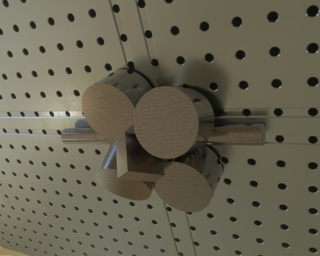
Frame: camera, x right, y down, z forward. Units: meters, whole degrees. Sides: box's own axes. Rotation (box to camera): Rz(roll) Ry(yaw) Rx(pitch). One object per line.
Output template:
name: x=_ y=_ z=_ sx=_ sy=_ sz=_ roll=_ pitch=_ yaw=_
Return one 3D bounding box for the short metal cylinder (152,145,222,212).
short metal cylinder: x=0.037 y=0.064 z=0.410 sx=0.080 sy=0.050 sz=0.079 roll=13 pitch=124 yaw=21

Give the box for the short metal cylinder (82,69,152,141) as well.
short metal cylinder: x=-0.052 y=-0.029 z=0.399 sx=0.080 sy=0.050 sz=0.079 roll=13 pitch=124 yaw=21

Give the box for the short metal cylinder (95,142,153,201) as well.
short metal cylinder: x=-0.043 y=0.059 z=0.433 sx=0.080 sy=0.050 sz=0.080 roll=14 pitch=143 yaw=11

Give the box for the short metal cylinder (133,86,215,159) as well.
short metal cylinder: x=0.017 y=-0.008 z=0.360 sx=0.080 sy=0.050 sz=0.079 roll=3 pitch=97 yaw=28

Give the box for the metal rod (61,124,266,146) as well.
metal rod: x=-0.015 y=0.010 z=0.420 sx=0.300 sy=0.025 sz=0.025 roll=-1 pitch=118 yaw=28

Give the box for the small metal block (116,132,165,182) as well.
small metal block: x=-0.025 y=0.036 z=0.380 sx=0.050 sy=0.050 sz=0.025 roll=13 pitch=146 yaw=-32
